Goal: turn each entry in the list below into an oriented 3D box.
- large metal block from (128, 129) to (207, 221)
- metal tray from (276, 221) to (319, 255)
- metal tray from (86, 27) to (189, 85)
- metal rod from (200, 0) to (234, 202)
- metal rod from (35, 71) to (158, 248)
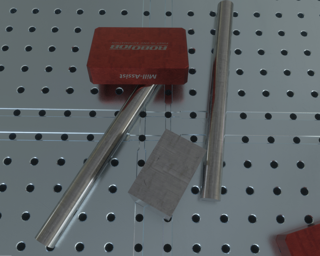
[{"bbox_3d":[0.009,0.058,0.361,0.050,0.080,0.080,28,72,9],"label":"large metal block"},{"bbox_3d":[0.215,0.150,0.357,0.131,0.030,0.090,-16,71,-6],"label":"metal tray"},{"bbox_3d":[-0.028,-0.102,0.431,0.131,0.030,0.090,0,51,-1],"label":"metal tray"},{"bbox_3d":[0.082,-0.051,0.431,0.025,0.025,0.299,7,70,2],"label":"metal rod"},{"bbox_3d":[-0.061,0.011,0.406,0.025,0.025,0.300,28,72,9],"label":"metal rod"}]
